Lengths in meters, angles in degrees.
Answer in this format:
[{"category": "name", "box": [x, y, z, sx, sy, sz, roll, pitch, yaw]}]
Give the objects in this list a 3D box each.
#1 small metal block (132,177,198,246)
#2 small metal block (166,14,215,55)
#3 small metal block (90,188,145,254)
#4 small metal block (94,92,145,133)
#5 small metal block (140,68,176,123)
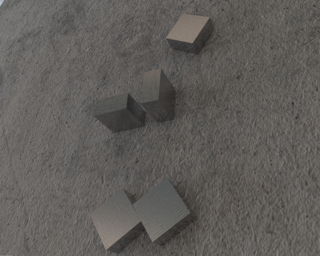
[{"category": "small metal block", "box": [0.005, 0.093, 0.344, 0.050, 0.025, 0.050, -39, 51, 2]}, {"category": "small metal block", "box": [0.046, -0.142, 0.467, 0.050, 0.025, 0.050, 23, 74, 36]}, {"category": "small metal block", "box": [-0.047, 0.108, 0.362, 0.050, 0.025, 0.050, -40, 51, 1]}, {"category": "small metal block", "box": [-0.055, -0.020, 0.429, 0.050, 0.050, 0.025, -12, 57, 22]}, {"category": "small metal block", "box": [-0.001, -0.042, 0.415, 0.025, 0.050, 0.050, -10, 58, 23]}]
